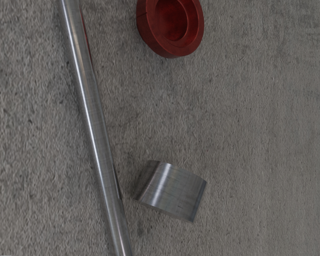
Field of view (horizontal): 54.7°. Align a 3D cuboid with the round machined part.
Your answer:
[{"bbox_3d":[0.009,-0.139,0.400,0.099,0.042,0.097,0,90,-40],"label":"round machined part"}]

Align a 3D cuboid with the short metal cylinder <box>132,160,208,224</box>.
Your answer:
[{"bbox_3d":[0.012,0.078,0.379,0.080,0.080,0.050,34,69,-35],"label":"short metal cylinder"}]

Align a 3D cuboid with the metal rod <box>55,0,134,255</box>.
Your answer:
[{"bbox_3d":[-0.070,0.012,0.346,0.025,0.025,0.298,-18,101,-39],"label":"metal rod"}]
